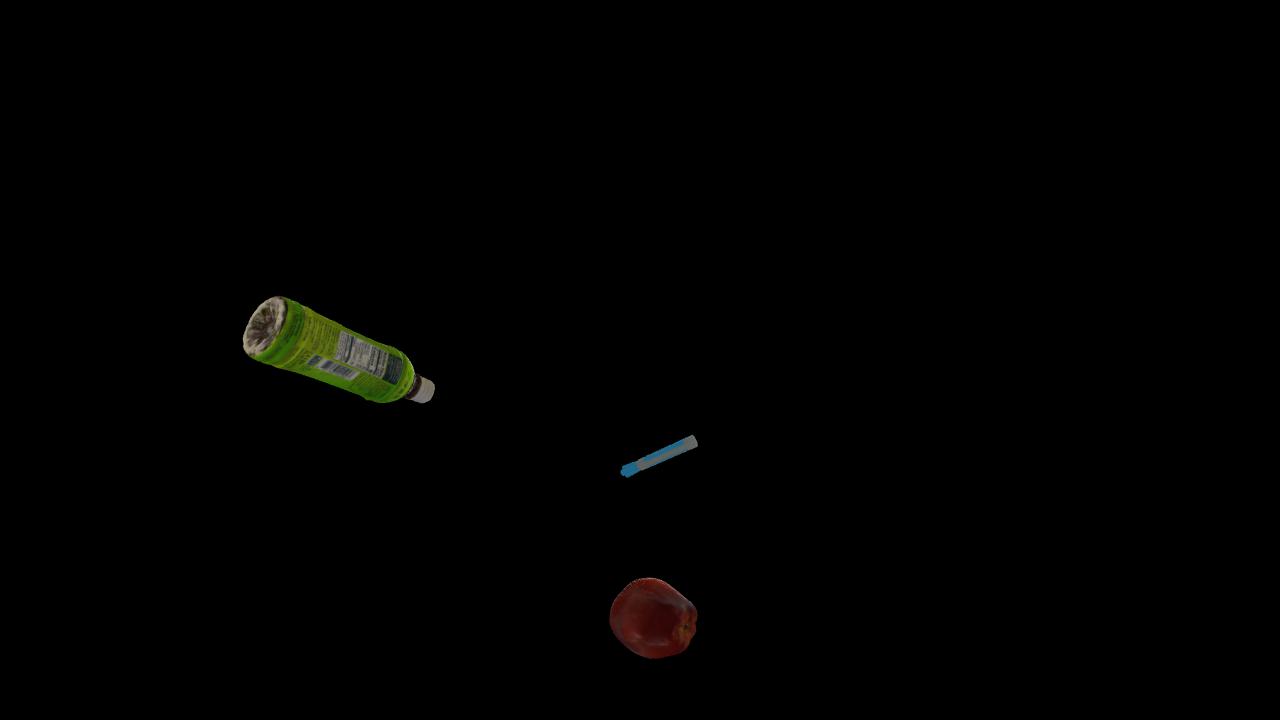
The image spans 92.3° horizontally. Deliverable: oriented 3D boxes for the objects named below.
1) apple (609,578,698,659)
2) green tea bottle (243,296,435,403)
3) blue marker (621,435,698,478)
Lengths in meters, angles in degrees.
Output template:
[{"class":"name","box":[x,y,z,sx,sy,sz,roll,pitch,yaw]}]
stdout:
[{"class":"apple","box":[0.012,0.271,0.647,0.093,0.079,0.079,3,2,39]},{"class":"green tea bottle","box":[-0.319,0.004,0.686,0.073,0.073,0.212,0,-23,33]},{"class":"blue marker","box":[0.026,0.141,0.892,0.121,0.020,0.020,-26,-6,12]}]
